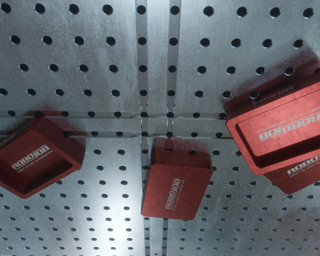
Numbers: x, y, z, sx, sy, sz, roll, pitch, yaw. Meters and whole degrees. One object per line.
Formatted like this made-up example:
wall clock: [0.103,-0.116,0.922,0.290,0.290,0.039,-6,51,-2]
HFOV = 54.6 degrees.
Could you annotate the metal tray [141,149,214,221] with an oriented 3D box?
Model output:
metal tray: [0.022,0.093,0.488,0.091,0.030,0.129,7,130,-6]

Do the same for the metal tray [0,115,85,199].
metal tray: [-0.186,0.047,0.446,0.130,0.030,0.090,-29,125,22]

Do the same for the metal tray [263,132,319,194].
metal tray: [0.213,0.037,0.441,0.130,0.030,0.090,-37,121,27]

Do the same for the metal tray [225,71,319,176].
metal tray: [0.159,-0.003,0.383,0.130,0.030,0.090,-24,108,23]
